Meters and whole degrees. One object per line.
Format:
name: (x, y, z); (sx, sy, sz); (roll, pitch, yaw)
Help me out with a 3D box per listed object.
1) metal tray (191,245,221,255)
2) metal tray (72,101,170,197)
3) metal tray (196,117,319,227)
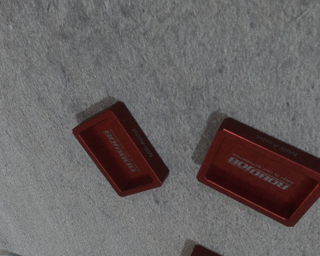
metal tray: (0.104, 0.255, 0.505); (0.130, 0.030, 0.089); (22, 127, 14)
metal tray: (-0.057, 0.035, 0.453); (0.090, 0.030, 0.130); (-23, 106, 36)
metal tray: (0.119, 0.054, 0.373); (0.130, 0.030, 0.089); (26, 128, 11)
